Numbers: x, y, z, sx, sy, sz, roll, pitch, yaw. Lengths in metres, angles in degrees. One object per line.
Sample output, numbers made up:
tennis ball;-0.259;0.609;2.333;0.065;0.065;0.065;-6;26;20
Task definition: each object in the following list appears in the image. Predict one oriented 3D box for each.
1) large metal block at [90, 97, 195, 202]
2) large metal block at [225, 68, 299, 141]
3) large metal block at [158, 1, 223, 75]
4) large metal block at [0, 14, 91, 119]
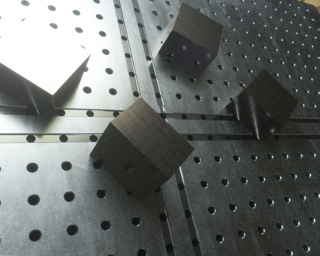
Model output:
large metal block;-0.022;0.027;0.346;0.080;0.080;0.050;44;51;2
large metal block;0.168;-0.039;0.509;0.080;0.050;0.080;45;51;2
large metal block;0.053;-0.149;0.513;0.080;0.050;0.080;26;52;-13
large metal block;-0.141;-0.072;0.361;0.080;0.050;0.080;33;51;-7
